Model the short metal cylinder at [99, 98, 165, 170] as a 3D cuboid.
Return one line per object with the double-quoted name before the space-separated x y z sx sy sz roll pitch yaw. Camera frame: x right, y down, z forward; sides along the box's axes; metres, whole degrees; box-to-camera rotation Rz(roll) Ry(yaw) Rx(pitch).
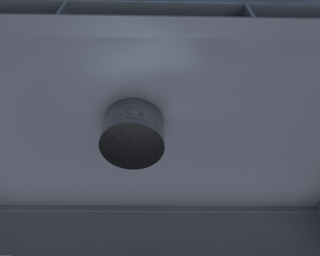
"short metal cylinder" -0.035 0.008 0.399 0.080 0.050 0.080 0 130 0
